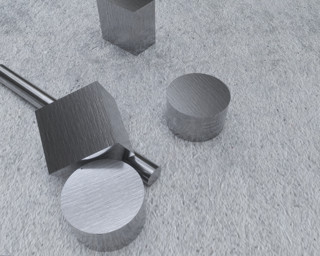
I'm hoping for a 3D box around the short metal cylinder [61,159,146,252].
[{"bbox_3d":[-0.056,0.079,0.320,0.081,0.050,0.080,0,50,0],"label":"short metal cylinder"}]

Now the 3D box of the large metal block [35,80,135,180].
[{"bbox_3d":[-0.086,0.006,0.354,0.080,0.050,0.080,-25,66,6],"label":"large metal block"}]

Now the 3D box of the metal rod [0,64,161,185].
[{"bbox_3d":[-0.125,-0.015,0.414,0.300,0.025,0.025,31,56,23],"label":"metal rod"}]

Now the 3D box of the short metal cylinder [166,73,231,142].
[{"bbox_3d":[0.049,-0.028,0.411,0.081,0.050,0.080,0,50,0],"label":"short metal cylinder"}]

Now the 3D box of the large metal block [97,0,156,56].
[{"bbox_3d":[-0.055,-0.180,0.519,0.080,0.080,0.050,32,57,23],"label":"large metal block"}]
